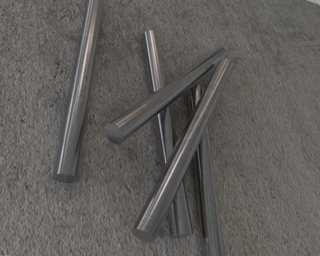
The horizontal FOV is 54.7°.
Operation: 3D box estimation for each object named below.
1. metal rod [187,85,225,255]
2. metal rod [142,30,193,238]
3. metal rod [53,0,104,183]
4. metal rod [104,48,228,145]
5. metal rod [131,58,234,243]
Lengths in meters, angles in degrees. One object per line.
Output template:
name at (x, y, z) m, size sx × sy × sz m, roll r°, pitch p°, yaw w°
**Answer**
metal rod at (0.058, 0.071, 0.390) m, size 0.025 × 0.025 × 0.299 m, roll 12°, pitch 57°, yaw -22°
metal rod at (0.004, -0.012, 0.412) m, size 0.025 × 0.025 × 0.299 m, roll 6°, pitch 59°, yaw -26°
metal rod at (-0.097, -0.076, 0.397) m, size 0.025 × 0.025 × 0.299 m, roll 14°, pitch 56°, yaw -21°
metal rod at (0.030, -0.061, 0.429) m, size 0.025 × 0.025 × 0.302 m, roll 46°, pitch 43°, yaw 3°
metal rod at (0.043, 0.003, 0.391) m, size 0.025 × 0.025 × 0.301 m, roll 35°, pitch 51°, yaw -5°
